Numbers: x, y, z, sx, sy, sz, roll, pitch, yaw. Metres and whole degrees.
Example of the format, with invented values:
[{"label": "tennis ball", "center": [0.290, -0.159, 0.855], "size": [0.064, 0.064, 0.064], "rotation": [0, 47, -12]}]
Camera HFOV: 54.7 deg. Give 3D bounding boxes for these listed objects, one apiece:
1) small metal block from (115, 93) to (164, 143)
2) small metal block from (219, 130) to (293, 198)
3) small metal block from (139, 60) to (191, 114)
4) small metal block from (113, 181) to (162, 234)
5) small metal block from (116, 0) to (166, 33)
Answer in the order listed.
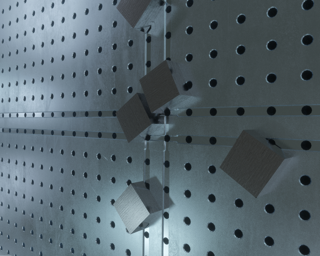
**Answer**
[{"label": "small metal block", "center": [-0.029, -0.013, 0.431], "size": [0.050, 0.025, 0.050], "rotation": [-39, 67, 33]}, {"label": "small metal block", "center": [0.100, 0.036, 0.326], "size": [0.050, 0.025, 0.050], "rotation": [41, 115, 32]}, {"label": "small metal block", "center": [0.006, -0.052, 0.403], "size": [0.050, 0.025, 0.050], "rotation": [-31, 71, 35]}, {"label": "small metal block", "center": [-0.032, 0.111, 0.434], "size": [0.050, 0.025, 0.050], "rotation": [-51, 60, 27]}, {"label": "small metal block", "center": [-0.027, -0.170, 0.430], "size": [0.050, 0.025, 0.050], "rotation": [-50, 61, 28]}]
